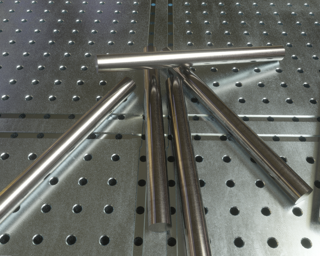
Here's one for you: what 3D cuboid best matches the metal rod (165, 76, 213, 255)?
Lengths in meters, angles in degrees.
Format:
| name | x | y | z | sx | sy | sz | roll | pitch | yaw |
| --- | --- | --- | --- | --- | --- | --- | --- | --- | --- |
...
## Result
| name | x | y | z | sx | sy | sz | roll | pitch | yaw |
| --- | --- | --- | --- | --- | --- | --- | --- | --- | --- |
| metal rod | 0.031 | 0.047 | 0.368 | 0.025 | 0.025 | 0.300 | -3 | 50 | -3 |

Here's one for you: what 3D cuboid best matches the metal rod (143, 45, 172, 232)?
| name | x | y | z | sx | sy | sz | roll | pitch | yaw |
| --- | --- | --- | --- | --- | --- | --- | --- | --- | --- |
| metal rod | -0.008 | -0.012 | 0.417 | 0.025 | 0.025 | 0.300 | -2 | 50 | -2 |

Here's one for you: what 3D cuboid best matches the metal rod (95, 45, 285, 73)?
| name | x | y | z | sx | sy | sz | roll | pitch | yaw |
| --- | --- | --- | --- | --- | --- | --- | --- | --- | --- |
| metal rod | 0.057 | -0.106 | 0.467 | 0.302 | 0.025 | 0.025 | -8 | 50 | -18 |

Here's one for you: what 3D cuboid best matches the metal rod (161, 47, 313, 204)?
| name | x | y | z | sx | sy | sz | roll | pitch | yaw |
| --- | --- | --- | --- | --- | --- | --- | --- | --- | --- |
| metal rod | 0.084 | -0.023 | 0.427 | 0.025 | 0.025 | 0.300 | -24 | 54 | -19 |

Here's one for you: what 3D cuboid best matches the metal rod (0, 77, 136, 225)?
| name | x | y | z | sx | sy | sz | roll | pitch | yaw |
| --- | --- | --- | --- | --- | --- | --- | --- | --- | --- |
| metal rod | -0.126 | 0.031 | 0.381 | 0.025 | 0.025 | 0.301 | 26 | 55 | 20 |
